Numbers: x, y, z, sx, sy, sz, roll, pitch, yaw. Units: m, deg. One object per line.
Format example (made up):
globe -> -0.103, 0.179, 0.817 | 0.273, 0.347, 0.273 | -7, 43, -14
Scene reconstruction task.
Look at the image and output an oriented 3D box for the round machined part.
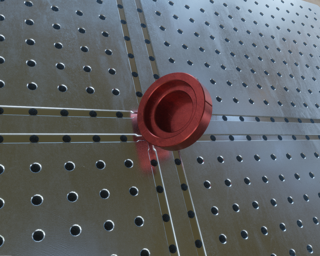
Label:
round machined part -> 0.022, -0.018, 0.396 | 0.042, 0.098, 0.098 | 28, 44, -52
